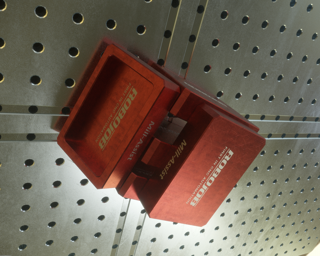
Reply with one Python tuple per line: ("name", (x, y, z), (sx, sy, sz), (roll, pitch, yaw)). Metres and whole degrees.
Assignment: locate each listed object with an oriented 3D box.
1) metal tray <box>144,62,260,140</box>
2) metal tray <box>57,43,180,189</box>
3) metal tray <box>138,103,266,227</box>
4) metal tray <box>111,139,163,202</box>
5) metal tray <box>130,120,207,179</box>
("metal tray", (0.050, -0.027, 0.378), (0.131, 0.090, 0.030), (22, 107, -36))
("metal tray", (-0.049, -0.012, 0.331), (0.030, 0.090, 0.129), (12, 114, -57))
("metal tray", (0.047, 0.046, 0.344), (0.090, 0.030, 0.129), (23, 106, -36))
("metal tray", (-0.007, 0.060, 0.401), (0.131, 0.090, 0.030), (23, 106, -37))
("metal tray", (0.018, 0.022, 0.391), (0.131, 0.090, 0.030), (21, 106, -37))
